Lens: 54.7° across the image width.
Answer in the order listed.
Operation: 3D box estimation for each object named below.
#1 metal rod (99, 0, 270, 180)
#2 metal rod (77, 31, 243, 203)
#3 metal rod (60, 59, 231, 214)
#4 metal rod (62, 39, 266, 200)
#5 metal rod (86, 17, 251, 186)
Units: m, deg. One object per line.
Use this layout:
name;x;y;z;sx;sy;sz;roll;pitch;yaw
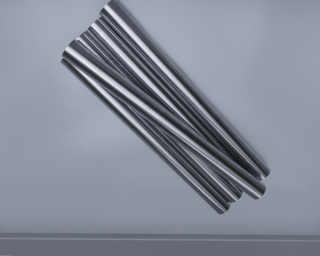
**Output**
metal rod;0.041;-0.038;0.396;0.025;0.025;0.300;-41;105;14
metal rod;0.006;-0.005;0.408;0.025;0.025;0.300;-41;105;14
metal rod;-0.009;0.014;0.415;0.025;0.025;0.300;-41;105;14
metal rod;0.015;-0.002;0.382;0.301;0.025;0.025;37;106;-13
metal rod;0.025;-0.020;0.403;0.025;0.025;0.300;-41;105;14
